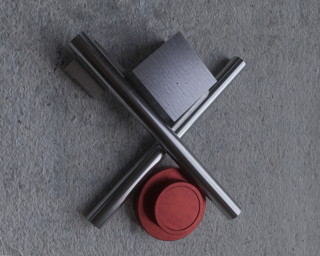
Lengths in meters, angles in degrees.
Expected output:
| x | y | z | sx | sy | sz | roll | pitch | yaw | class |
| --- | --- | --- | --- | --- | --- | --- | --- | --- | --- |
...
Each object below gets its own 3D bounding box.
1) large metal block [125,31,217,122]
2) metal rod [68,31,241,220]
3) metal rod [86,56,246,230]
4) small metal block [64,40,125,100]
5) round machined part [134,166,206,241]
| x | y | z | sx | sy | sz | roll | pitch | yaw | class |
| --- | --- | --- | --- | --- | --- | --- | --- | --- | --- |
| 0.012 | -0.064 | 0.403 | 0.080 | 0.050 | 0.080 | -44 | 104 | -15 | large metal block |
| 0.003 | 0.007 | 0.385 | 0.025 | 0.025 | 0.300 | -46 | 105 | -14 | metal rod |
| 0.017 | 0.010 | 0.419 | 0.025 | 0.025 | 0.301 | 47 | 75 | -15 | metal rod |
| -0.081 | -0.071 | 0.382 | 0.050 | 0.025 | 0.050 | 45 | 76 | -15 | small metal block |
| 0.018 | 0.101 | 0.409 | 0.099 | 0.042 | 0.097 | 0 | 90 | -21 | round machined part |
